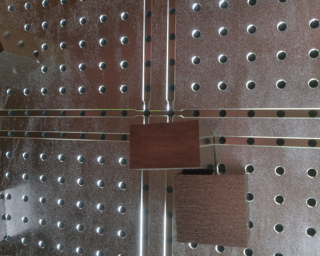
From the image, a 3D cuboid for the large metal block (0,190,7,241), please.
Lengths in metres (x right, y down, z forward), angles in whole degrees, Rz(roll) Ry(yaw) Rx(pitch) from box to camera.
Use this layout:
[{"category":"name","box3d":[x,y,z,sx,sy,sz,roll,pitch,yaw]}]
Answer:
[{"category":"large metal block","box3d":[-0.304,0.147,0.508,0.080,0.050,0.080,-4,89,20]}]

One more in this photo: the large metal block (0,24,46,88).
[{"category":"large metal block","box3d":[-0.240,-0.107,0.469,0.080,0.080,0.050,-31,80,17]}]

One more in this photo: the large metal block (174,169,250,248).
[{"category":"large metal block","box3d":[0.065,0.093,0.377,0.080,0.050,0.080,-3,89,20]}]

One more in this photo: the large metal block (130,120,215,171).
[{"category":"large metal block","box3d":[0.018,0.025,0.374,0.080,0.080,0.050,-4,80,20]}]
